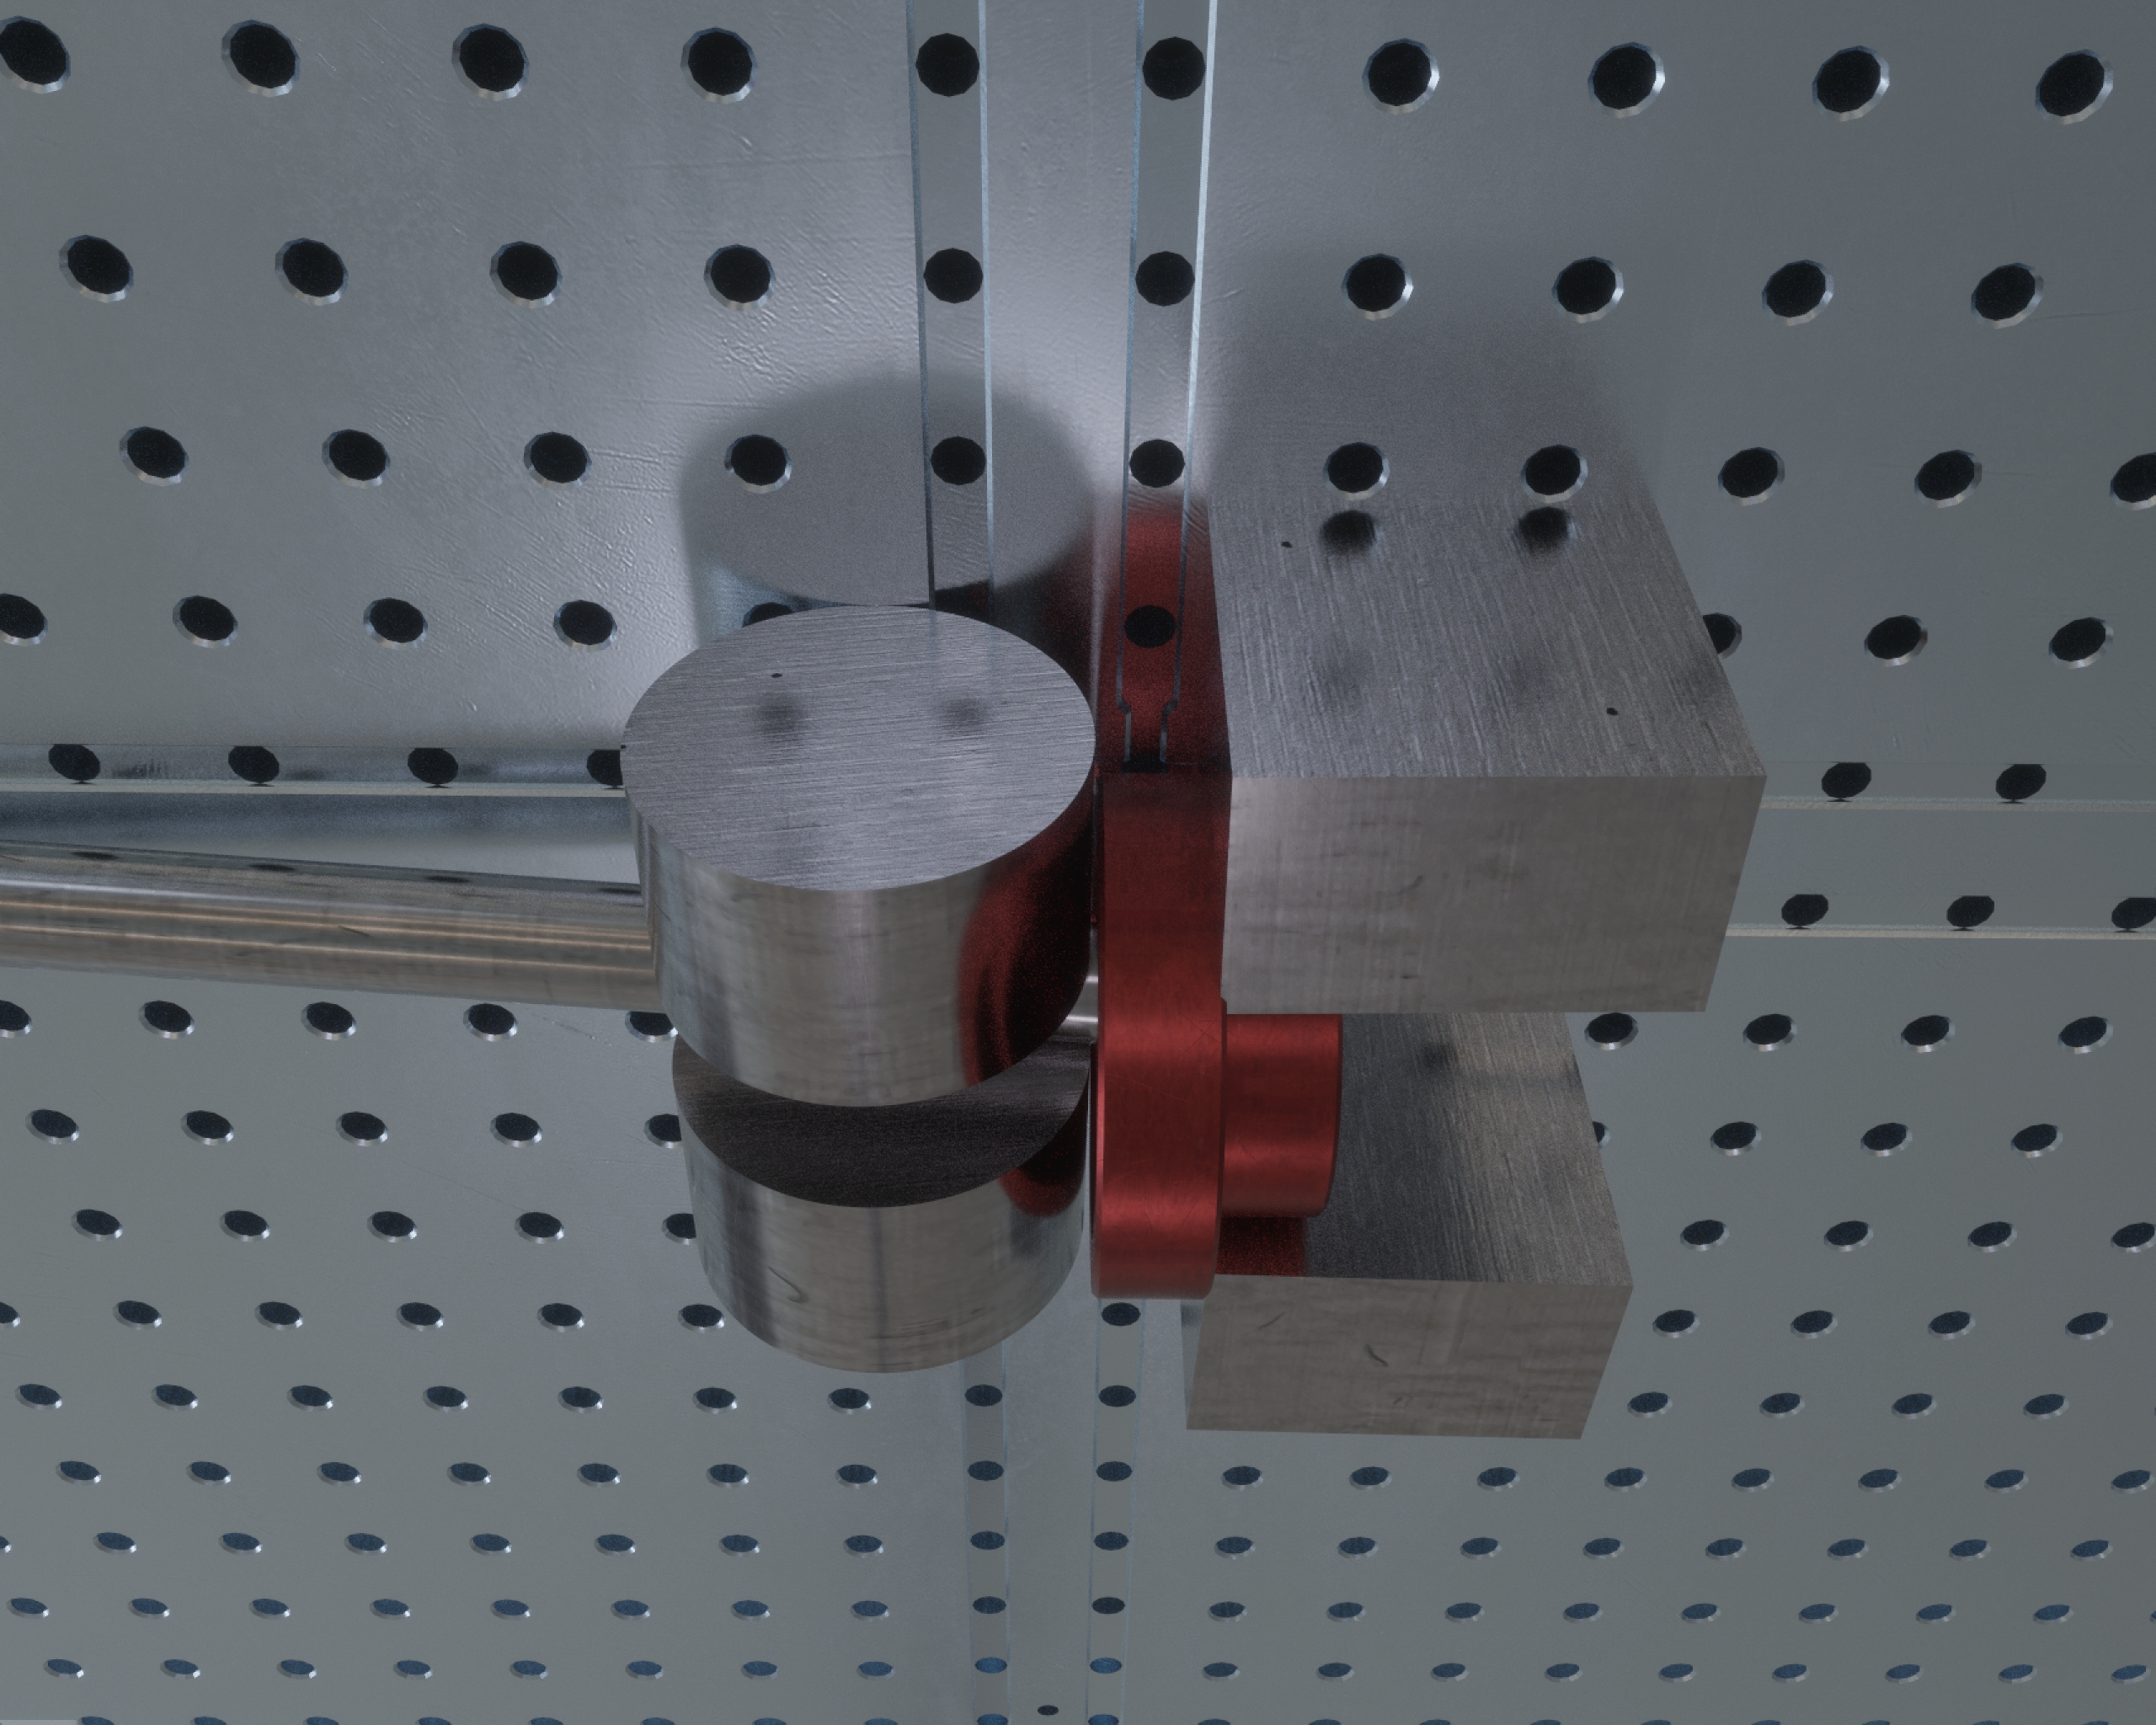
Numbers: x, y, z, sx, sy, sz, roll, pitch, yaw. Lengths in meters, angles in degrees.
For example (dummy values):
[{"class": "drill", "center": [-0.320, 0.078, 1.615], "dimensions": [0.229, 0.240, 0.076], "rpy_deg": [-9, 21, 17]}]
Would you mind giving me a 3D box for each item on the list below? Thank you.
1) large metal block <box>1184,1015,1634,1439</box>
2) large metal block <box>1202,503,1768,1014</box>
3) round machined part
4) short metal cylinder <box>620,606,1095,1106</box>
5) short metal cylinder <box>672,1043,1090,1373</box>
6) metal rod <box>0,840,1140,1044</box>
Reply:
[{"class": "large metal block", "center": [0.063, 0.071, 0.438], "dimensions": [0.081, 0.080, 0.050], "rpy_deg": [2, 130, -2]}, {"class": "large metal block", "center": [0.064, -0.020, 0.360], "dimensions": [0.081, 0.080, 0.050], "rpy_deg": [0, 130, 0]}, {"class": "round machined part", "center": [0.024, 0.032, 0.391], "dimensions": [0.042, 0.098, 0.097], "rpy_deg": [1, 130, -1]}, {"class": "short metal cylinder", "center": [-0.038, -0.003, 0.373], "dimensions": [0.081, 0.080, 0.050], "rpy_deg": [1, 131, -1]}, {"class": "short metal cylinder", "center": [-0.038, 0.055, 0.421], "dimensions": [0.081, 0.080, 0.050], "rpy_deg": [1, 131, -1]}, {"class": "metal rod", "center": [-0.121, 0.014, 0.407], "dimensions": [0.302, 0.025, 0.025], "rpy_deg": [4, 130, 1]}]
